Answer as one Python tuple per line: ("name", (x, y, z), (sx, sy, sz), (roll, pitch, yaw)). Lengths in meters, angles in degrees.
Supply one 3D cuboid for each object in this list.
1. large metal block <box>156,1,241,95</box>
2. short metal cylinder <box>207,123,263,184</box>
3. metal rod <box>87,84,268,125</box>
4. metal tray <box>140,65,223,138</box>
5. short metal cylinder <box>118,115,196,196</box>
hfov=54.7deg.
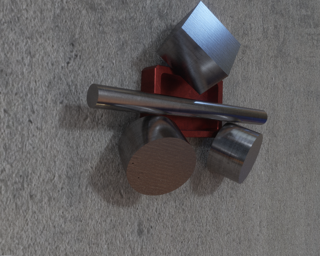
("large metal block", (0.053, -0.105, 0.406), (0.080, 0.050, 0.080), (42, 47, -14))
("short metal cylinder", (0.113, 0.036, 0.463), (0.080, 0.050, 0.079), (-41, 144, -39))
("metal rod", (0.048, -0.025, 0.407), (0.302, 0.025, 0.025), (4, 88, -40))
("metal tray", (0.034, -0.032, 0.431), (0.131, 0.030, 0.089), (2, 89, -40))
("short metal cylinder", (-0.005, 0.032, 0.362), (0.081, 0.050, 0.079), (-9, 123, -15))
